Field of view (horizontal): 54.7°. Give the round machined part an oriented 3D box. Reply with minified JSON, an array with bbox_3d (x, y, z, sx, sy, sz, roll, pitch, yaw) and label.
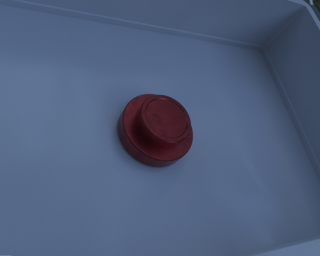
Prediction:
[{"bbox_3d":[0.000,-0.003,0.394,0.099,0.042,0.098,14,56,-21],"label":"round machined part"}]
